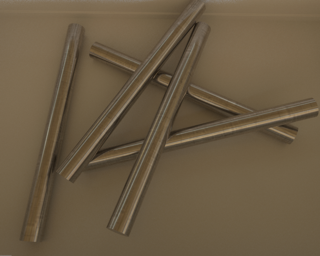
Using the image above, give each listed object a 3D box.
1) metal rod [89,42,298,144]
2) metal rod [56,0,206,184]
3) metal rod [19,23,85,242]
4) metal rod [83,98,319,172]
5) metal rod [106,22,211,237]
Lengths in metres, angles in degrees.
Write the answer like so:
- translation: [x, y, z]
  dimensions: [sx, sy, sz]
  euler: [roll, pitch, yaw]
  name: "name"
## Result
- translation: [0.040, -0.052, 0.428]
  dimensions: [0.301, 0.025, 0.025]
  euler: [25, 72, 8]
  name: "metal rod"
- translation: [-0.028, -0.060, 0.403]
  dimensions: [0.025, 0.025, 0.300]
  euler: [32, 73, 11]
  name: "metal rod"
- translation: [-0.137, -0.008, 0.411]
  dimensions: [0.025, 0.025, 0.299]
  euler: [5, 70, 2]
  name: "metal rod"
- translation: [0.044, 0.009, 0.389]
  dimensions: [0.302, 0.025, 0.025]
  euler: [-13, 71, 1]
  name: "metal rod"
- translation: [0.009, -0.018, 0.381]
  dimensions: [0.025, 0.025, 0.300]
  euler: [19, 64, 7]
  name: "metal rod"
